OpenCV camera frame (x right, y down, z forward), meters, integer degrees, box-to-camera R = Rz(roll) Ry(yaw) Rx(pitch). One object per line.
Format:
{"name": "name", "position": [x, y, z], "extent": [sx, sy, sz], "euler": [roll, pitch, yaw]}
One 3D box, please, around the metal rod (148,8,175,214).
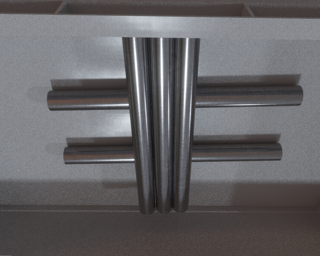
{"name": "metal rod", "position": [0.004, 0.008, 0.380], "extent": [0.025, 0.025, 0.298], "euler": [-1, 130, 0]}

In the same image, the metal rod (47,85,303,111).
{"name": "metal rod", "position": [0.018, -0.036, 0.377], "extent": [0.302, 0.025, 0.025], "euler": [-1, 130, 0]}

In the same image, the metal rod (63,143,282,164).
{"name": "metal rod", "position": [0.018, 0.036, 0.439], "extent": [0.302, 0.025, 0.025], "euler": [-1, 130, 0]}

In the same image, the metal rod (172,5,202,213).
{"name": "metal rod", "position": [0.029, 0.006, 0.378], "extent": [0.025, 0.025, 0.298], "euler": [-1, 130, 0]}

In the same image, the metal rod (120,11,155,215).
{"name": "metal rod", "position": [-0.022, 0.010, 0.381], "extent": [0.025, 0.025, 0.298], "euler": [-1, 130, 0]}
